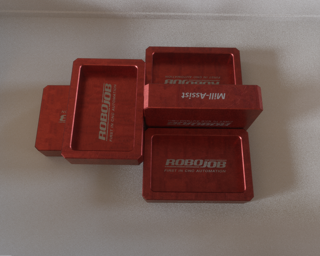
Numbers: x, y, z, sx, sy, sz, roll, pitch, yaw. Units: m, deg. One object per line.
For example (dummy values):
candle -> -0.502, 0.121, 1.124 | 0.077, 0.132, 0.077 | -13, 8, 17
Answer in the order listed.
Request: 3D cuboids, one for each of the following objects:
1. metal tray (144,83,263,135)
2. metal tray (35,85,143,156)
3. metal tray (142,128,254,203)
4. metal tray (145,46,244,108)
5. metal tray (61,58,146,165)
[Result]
metal tray -> 0.048, -0.020, 0.380 | 0.131, 0.090, 0.030 | 1, 70, 0
metal tray -> -0.088, -0.009, 0.406 | 0.131, 0.030, 0.090 | 0, 70, -1
metal tray -> 0.045, 0.047, 0.388 | 0.131, 0.030, 0.090 | 1, 70, 0
metal tray -> 0.045, -0.066, 0.430 | 0.131, 0.030, 0.090 | 1, 70, 0
metal tray -> -0.064, -0.022, 0.380 | 0.091, 0.030, 0.130 | 1, 70, 0
